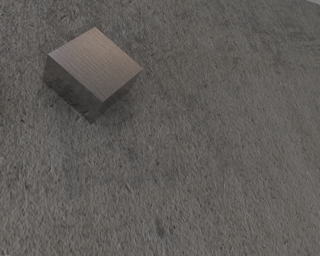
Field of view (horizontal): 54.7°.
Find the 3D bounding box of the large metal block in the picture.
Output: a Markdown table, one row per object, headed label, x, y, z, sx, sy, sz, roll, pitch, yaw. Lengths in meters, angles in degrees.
| label | x | y | z | sx | sy | sz | roll | pitch | yaw |
| --- | --- | --- | --- | --- | --- | --- | --- | --- | --- |
| large metal block | -0.082 | -0.066 | 0.384 | 0.080 | 0.050 | 0.080 | 41 | 51 | 0 |
